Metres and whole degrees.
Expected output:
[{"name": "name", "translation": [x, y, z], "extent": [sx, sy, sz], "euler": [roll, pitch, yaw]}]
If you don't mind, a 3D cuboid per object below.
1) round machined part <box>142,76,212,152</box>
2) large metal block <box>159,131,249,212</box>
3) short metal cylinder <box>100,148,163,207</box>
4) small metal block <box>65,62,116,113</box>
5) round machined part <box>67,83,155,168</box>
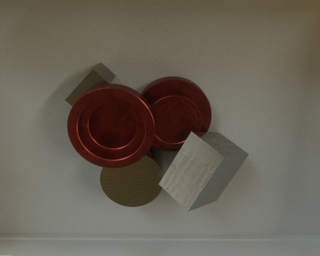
[{"name": "round machined part", "translation": [0.017, -0.014, 0.394], "extent": [0.099, 0.042, 0.097], "euler": [0, 110, -1]}, {"name": "large metal block", "translation": [0.057, 0.052, 0.393], "extent": [0.050, 0.080, 0.080], "euler": [40, 109, 29]}, {"name": "short metal cylinder", "translation": [-0.036, 0.058, 0.417], "extent": [0.081, 0.050, 0.079], "euler": [0, 110, -1]}, {"name": "small metal block", "translation": [-0.083, -0.050, 0.376], "extent": [0.025, 0.050, 0.050], "euler": [43, 105, -14]}, {"name": "round machined part", "translation": [-0.055, -0.005, 0.367], "extent": [0.099, 0.042, 0.097], "euler": [0, 110, -1]}]
